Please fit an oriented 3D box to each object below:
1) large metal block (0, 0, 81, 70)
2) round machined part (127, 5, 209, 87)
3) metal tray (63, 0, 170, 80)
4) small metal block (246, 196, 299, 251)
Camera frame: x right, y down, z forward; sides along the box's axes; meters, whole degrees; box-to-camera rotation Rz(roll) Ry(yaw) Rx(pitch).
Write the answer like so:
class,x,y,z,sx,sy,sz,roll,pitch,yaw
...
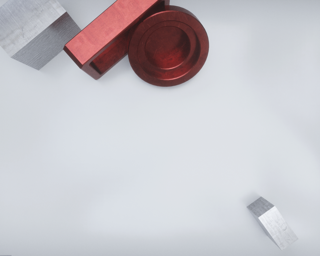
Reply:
class,x,y,z,sx,sy,sz,roll,pitch,yaw
large metal block,-0.151,-0.123,0.382,0.080,0.080,0.050,-40,90,0
round machined part,0.008,-0.104,0.387,0.099,0.042,0.097,-5,129,-7
metal tray,-0.047,-0.118,0.378,0.130,0.090,0.030,-41,90,0
small metal block,0.144,0.122,0.401,0.025,0.050,0.050,-36,90,0
